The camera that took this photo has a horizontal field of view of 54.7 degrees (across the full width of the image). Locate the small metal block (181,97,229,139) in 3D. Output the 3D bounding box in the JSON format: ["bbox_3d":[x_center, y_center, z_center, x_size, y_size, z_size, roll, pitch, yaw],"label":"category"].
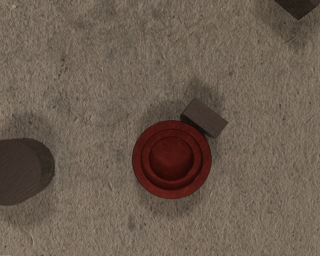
[{"bbox_3d":[0.055,-0.012,0.398,0.050,0.050,0.025,37,90,-1],"label":"small metal block"}]

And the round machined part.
[{"bbox_3d":[0.015,0.039,0.402,0.099,0.042,0.097,0,90,-1],"label":"round machined part"}]

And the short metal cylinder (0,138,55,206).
[{"bbox_3d":[-0.183,0.053,0.395,0.081,0.050,0.079,0,90,-1],"label":"short metal cylinder"}]

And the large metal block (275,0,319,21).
[{"bbox_3d":[0.185,-0.203,0.400,0.080,0.050,0.080,40,90,-1],"label":"large metal block"}]
